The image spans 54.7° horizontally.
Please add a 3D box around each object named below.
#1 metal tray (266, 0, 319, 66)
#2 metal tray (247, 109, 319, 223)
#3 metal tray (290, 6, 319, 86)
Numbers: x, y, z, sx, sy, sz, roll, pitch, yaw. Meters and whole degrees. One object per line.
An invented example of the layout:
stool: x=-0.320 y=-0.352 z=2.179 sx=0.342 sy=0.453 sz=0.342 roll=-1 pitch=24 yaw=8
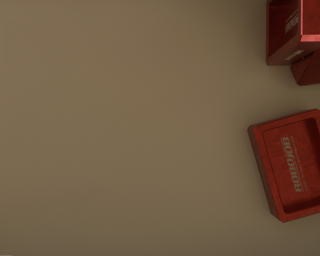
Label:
metal tray: x=0.155 y=-0.129 z=0.359 sx=0.030 sy=0.130 sz=0.089 roll=0 pitch=90 yaw=5
metal tray: x=0.179 y=0.048 z=0.410 sx=0.090 sy=0.030 sz=0.129 roll=-16 pitch=90 yaw=0
metal tray: x=0.219 y=-0.104 z=0.361 sx=0.091 sy=0.130 sz=0.030 roll=-8 pitch=61 yaw=0
